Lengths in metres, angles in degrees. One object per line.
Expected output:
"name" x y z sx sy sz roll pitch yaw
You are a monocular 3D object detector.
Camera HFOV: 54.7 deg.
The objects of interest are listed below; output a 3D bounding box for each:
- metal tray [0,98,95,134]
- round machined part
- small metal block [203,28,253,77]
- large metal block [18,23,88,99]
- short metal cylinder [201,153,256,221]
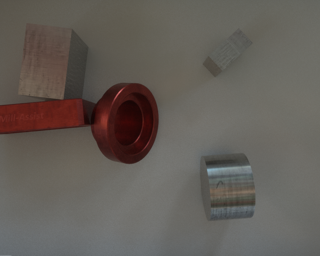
"metal tray" -0.149 -0.012 0.376 0.131 0.090 0.030 -5 90 -1
"round machined part" -0.046 -0.007 0.383 0.042 0.099 0.097 7 90 33
"small metal block" 0.086 -0.095 0.400 0.050 0.050 0.025 -43 91 0
"large metal block" -0.127 -0.074 0.382 0.050 0.080 0.079 7 90 0
"short metal cylinder" 0.081 0.073 0.385 0.050 0.080 0.079 -4 90 0
